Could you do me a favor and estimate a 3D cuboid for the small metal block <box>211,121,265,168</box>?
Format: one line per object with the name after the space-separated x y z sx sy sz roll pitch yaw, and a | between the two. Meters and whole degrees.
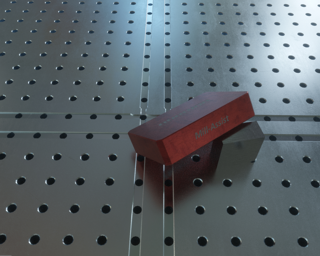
0.093 0.020 0.375 0.050 0.050 0.025 -9 51 -8 | small metal block

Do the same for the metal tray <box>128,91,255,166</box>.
0.037 -0.006 0.377 0.131 0.030 0.090 -28 17 -22 | metal tray
